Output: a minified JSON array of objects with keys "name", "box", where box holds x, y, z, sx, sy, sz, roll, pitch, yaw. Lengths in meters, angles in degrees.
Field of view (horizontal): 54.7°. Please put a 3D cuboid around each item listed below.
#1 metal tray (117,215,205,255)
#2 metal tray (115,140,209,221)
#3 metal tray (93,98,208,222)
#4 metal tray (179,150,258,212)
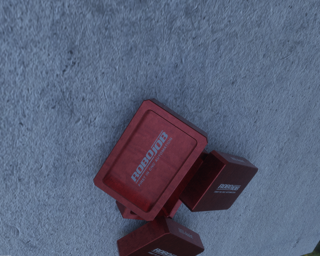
[{"name":"metal tray","box":[0.004,0.192,0.502,0.090,0.030,0.130,-34,137,13]},{"name":"metal tray","box":[0.004,0.076,0.452,0.091,0.030,0.129,18,109,-35]},{"name":"metal tray","box":[-0.012,0.039,0.387,0.090,0.030,0.129,34,102,4]},{"name":"metal tray","box":[0.096,0.086,0.486,0.131,0.030,0.090,17,110,-52]}]
